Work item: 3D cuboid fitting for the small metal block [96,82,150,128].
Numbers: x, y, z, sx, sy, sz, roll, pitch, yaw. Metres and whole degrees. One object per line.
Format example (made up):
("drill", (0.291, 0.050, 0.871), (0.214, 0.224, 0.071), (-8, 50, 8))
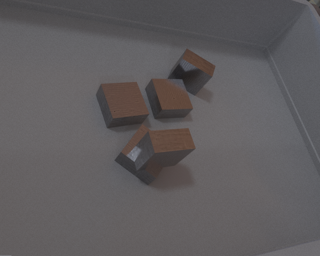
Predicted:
("small metal block", (-0.048, -0.030, 0.398), (0.050, 0.025, 0.050), (-9, 66, -32))

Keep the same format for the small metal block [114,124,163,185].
("small metal block", (-0.018, 0.032, 0.376), (0.050, 0.025, 0.050), (37, 51, -3))

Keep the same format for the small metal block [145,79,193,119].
("small metal block", (0.012, -0.042, 0.437), (0.050, 0.025, 0.050), (-4, 64, -30))

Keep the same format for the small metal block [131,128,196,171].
("small metal block", (0.003, 0.024, 0.344), (0.050, 0.050, 0.025), (-4, 64, -30))

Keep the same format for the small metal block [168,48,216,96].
("small metal block", (0.046, -0.083, 0.465), (0.050, 0.050, 0.025), (29, 52, -10))
